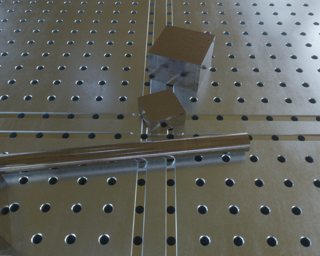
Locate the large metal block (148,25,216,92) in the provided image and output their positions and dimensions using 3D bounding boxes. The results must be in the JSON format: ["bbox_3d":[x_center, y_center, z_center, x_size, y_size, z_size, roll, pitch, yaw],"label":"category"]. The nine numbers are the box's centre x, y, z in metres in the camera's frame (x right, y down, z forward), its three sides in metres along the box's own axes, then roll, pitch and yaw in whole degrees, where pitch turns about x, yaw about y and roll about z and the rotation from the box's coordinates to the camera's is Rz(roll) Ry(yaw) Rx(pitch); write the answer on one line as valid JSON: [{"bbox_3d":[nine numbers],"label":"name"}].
[{"bbox_3d":[0.034,-0.111,0.485,0.080,0.050,0.080,17,52,13],"label":"large metal block"}]

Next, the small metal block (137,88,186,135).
[{"bbox_3d":[0.002,-0.024,0.427,0.050,0.025,0.050,-17,52,-14],"label":"small metal block"}]

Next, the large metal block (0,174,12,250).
[{"bbox_3d":[-0.205,0.089,0.315,0.081,0.050,0.080,-16,52,-13],"label":"large metal block"}]

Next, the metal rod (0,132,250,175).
[{"bbox_3d":[-0.040,0.031,0.381,0.302,0.025,0.025,-5,50,-5],"label":"metal rod"}]
